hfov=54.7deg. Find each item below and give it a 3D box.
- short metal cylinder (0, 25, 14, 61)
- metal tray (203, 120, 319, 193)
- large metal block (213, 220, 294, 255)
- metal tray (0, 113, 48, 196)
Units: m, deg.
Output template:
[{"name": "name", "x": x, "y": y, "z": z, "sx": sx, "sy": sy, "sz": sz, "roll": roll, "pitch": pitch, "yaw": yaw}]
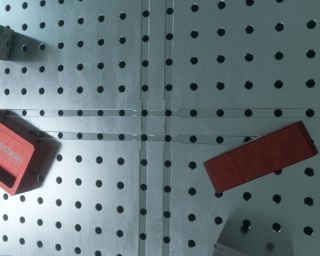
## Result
[{"name": "short metal cylinder", "x": -0.274, "y": -0.139, "z": 0.478, "sx": 0.080, "sy": 0.080, "sz": 0.050, "roll": 18, "pitch": 96, "yaw": 18}, {"name": "metal tray", "x": 0.103, "y": 0.025, "z": 0.320, "sx": 0.090, "sy": 0.130, "sz": 0.030, "roll": -26, "pitch": 82, "yaw": 18}, {"name": "large metal block", "x": 0.102, "y": 0.153, "z": 0.347, "sx": 0.080, "sy": 0.080, "sz": 0.050, "roll": 17, "pitch": 96, "yaw": 19}, {"name": "metal tray", "x": -0.251, "y": 0.036, "z": 0.496, "sx": 0.130, "sy": 0.030, "sz": 0.090, "roll": 30, "pitch": 99, "yaw": 17}]
